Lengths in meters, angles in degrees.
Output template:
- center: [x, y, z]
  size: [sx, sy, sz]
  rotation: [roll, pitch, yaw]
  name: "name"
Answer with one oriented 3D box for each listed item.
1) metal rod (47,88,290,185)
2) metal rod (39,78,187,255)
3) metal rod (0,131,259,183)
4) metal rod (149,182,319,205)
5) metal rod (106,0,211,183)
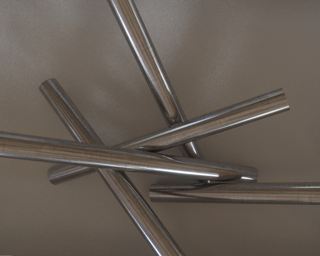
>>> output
- center: [-0.006, 0.017, 0.365]
  size: [0.300, 0.025, 0.025]
  rotation: [-19, 90, 18]
  name: "metal rod"
- center: [-0.049, 0.059, 0.351]
  size: [0.025, 0.025, 0.300]
  rotation: [-39, 75, 0]
  name: "metal rod"
- center: [-0.017, 0.039, 0.348]
  size: [0.302, 0.025, 0.025]
  rotation: [10, 90, -22]
  name: "metal rod"
- center: [0.130, 0.076, 0.358]
  size: [0.301, 0.025, 0.025]
  rotation: [-5, 90, 22]
  name: "metal rod"
- center: [-0.002, -0.054, 0.354]
  size: [0.025, 0.025, 0.299]
  rotation: [-27, 113, 0]
  name: "metal rod"
